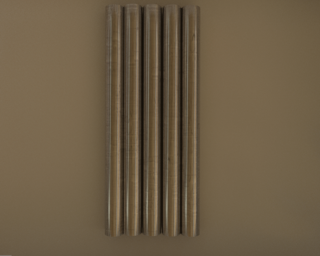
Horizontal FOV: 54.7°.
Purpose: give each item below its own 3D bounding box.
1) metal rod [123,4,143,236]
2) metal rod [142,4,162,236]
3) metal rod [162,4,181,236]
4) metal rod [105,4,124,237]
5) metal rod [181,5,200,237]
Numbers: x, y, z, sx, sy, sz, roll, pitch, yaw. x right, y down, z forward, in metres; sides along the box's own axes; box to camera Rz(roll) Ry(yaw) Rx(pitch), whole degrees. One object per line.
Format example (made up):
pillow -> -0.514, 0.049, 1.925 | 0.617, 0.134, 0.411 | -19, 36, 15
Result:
metal rod -> -0.036, -0.011, 0.410 | 0.025, 0.025, 0.298 | 0, 90, 0
metal rod -> -0.010, -0.010, 0.410 | 0.025, 0.025, 0.298 | 0, 90, 0
metal rod -> 0.015, -0.010, 0.410 | 0.025, 0.025, 0.298 | 0, 90, 0
metal rod -> -0.060, -0.010, 0.410 | 0.025, 0.025, 0.298 | 0, 90, 0
metal rod -> 0.040, -0.009, 0.410 | 0.025, 0.025, 0.298 | 0, 90, 0
